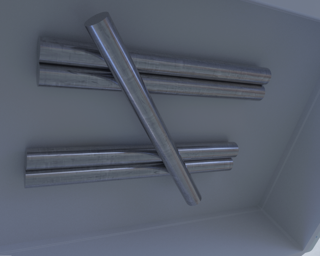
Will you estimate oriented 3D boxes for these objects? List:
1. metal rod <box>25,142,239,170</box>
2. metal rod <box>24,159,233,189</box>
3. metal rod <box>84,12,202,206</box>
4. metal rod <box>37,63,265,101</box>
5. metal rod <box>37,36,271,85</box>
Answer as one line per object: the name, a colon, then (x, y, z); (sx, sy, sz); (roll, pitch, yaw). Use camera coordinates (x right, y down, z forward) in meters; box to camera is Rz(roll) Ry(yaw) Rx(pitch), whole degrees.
metal rod: (-0.017, 0.035, 0.418); (0.303, 0.025, 0.025); (0, 119, -29)
metal rod: (-0.023, 0.057, 0.429); (0.303, 0.025, 0.025); (0, 119, -29)
metal rod: (-0.004, 0.004, 0.375); (0.025, 0.025, 0.299); (-33, 129, -7)
metal rod: (0.012, -0.053, 0.380); (0.303, 0.025, 0.025); (0, 118, -29)
metal rod: (0.016, -0.074, 0.369); (0.303, 0.025, 0.025); (0, 118, -29)
